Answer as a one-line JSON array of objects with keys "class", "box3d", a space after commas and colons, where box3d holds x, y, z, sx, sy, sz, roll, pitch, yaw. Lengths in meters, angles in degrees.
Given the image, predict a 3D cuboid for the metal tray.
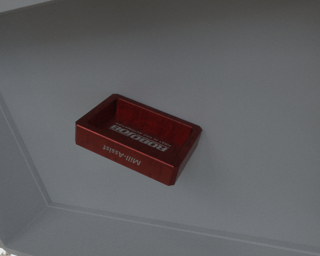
[{"class": "metal tray", "box3d": [-0.024, 0.009, 0.379, 0.130, 0.090, 0.030, 22, 127, 13]}]
